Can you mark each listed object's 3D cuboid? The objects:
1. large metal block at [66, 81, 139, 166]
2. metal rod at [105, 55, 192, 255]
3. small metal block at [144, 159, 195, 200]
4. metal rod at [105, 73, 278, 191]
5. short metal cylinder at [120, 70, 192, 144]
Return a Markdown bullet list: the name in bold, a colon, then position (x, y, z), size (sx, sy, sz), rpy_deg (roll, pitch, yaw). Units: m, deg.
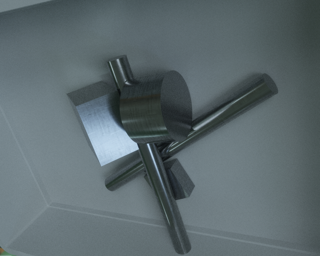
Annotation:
- **large metal block**: position (-0.075, -0.009, 0.398), size (0.080, 0.050, 0.080), rpy_deg (34, 145, 61)
- **metal rod**: position (-0.007, 0.052, 0.408), size (0.025, 0.025, 0.298), rpy_deg (-5, 115, 30)
- **small metal block**: position (0.014, 0.077, 0.446), size (0.050, 0.025, 0.050), rpy_deg (-23, 106, 36)
- **metal rod**: position (0.017, 0.022, 0.409), size (0.025, 0.025, 0.299), rpy_deg (49, 128, -7)
- **short metal cylinder**: position (-0.002, -0.022, 0.356), size (0.050, 0.080, 0.080), rpy_deg (-5, 116, 29)
